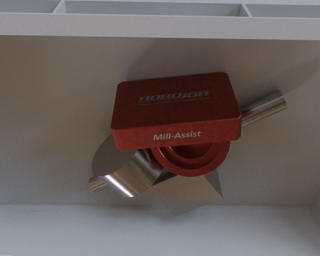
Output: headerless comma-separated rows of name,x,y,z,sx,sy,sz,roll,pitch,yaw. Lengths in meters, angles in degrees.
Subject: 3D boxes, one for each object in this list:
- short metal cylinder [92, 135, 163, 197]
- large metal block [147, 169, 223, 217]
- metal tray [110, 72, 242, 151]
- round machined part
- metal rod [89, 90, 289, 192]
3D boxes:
short metal cylinder,-0.042,0.043,0.407,0.080,0.080,0.050,-27,125,20
large metal block,0.035,0.077,0.455,0.080,0.050,0.080,-26,126,20
metal tray,0.016,-0.021,0.345,0.131,0.090,0.030,-5,130,3
round machined part,0.038,0.008,0.385,0.098,0.042,0.097,4,106,14
metal rod,0.025,0.026,0.430,0.300,0.025,0.025,-26,126,20
